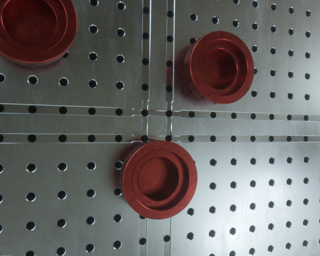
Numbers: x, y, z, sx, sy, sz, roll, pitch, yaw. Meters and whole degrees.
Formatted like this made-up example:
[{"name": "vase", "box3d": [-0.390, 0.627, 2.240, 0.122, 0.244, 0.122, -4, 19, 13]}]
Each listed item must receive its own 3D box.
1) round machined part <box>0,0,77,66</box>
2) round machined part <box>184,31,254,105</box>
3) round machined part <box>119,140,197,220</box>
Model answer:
[{"name": "round machined part", "box3d": [-0.146, -0.118, 0.350, 0.099, 0.042, 0.097, 0, 90, -20]}, {"name": "round machined part", "box3d": [0.078, -0.081, 0.432, 0.099, 0.042, 0.097, 0, 90, -20]}, {"name": "round machined part", "box3d": [-0.005, 0.064, 0.402, 0.099, 0.042, 0.097, 0, 90, -20]}]
